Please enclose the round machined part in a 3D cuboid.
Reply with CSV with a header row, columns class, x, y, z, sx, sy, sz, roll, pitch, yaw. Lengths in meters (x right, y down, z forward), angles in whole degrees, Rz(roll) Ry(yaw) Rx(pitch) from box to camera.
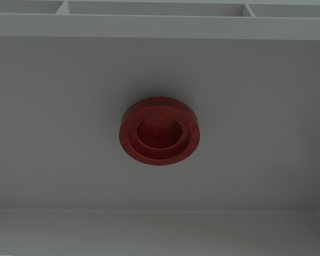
class,x,y,z,sx,sy,sz,roll,pitch,yaw
round machined part,-0.001,0.000,0.393,0.099,0.042,0.097,0,130,0
